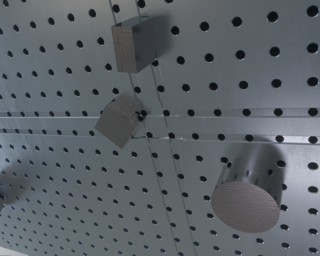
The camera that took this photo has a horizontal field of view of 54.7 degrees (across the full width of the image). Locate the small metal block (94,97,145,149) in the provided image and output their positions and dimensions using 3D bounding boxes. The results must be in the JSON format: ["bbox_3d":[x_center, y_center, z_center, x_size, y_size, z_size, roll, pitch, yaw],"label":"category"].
[{"bbox_3d":[-0.058,-0.006,0.438,0.050,0.025,0.050,37,129,3],"label":"small metal block"}]

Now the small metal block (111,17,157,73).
[{"bbox_3d":[-0.028,-0.095,0.351,0.025,0.050,0.050,9,122,23],"label":"small metal block"}]

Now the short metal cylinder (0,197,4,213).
[{"bbox_3d":[-0.407,0.182,0.703,0.050,0.080,0.079,25,127,12],"label":"short metal cylinder"}]

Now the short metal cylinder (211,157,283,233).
[{"bbox_3d":[0.110,0.084,0.389,0.080,0.050,0.079,13,124,20],"label":"short metal cylinder"}]
